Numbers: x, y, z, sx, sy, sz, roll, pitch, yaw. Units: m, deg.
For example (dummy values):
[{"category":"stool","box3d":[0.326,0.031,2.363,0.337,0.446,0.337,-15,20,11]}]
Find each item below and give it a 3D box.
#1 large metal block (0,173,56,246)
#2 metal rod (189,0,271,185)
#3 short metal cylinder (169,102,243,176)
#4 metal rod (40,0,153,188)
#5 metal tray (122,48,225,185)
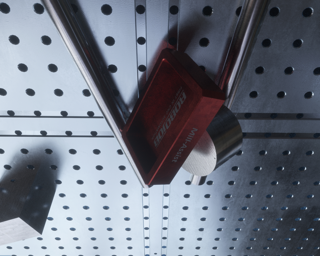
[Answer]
[{"category":"large metal block","box3d":[-0.221,0.126,0.481,0.080,0.080,0.050,-18,128,14]},{"category":"metal rod","box3d":[0.079,-0.033,0.383,0.025,0.025,0.298,6,130,-5]},{"category":"short metal cylinder","box3d":[0.052,0.012,0.378,0.050,0.080,0.079,-28,142,-35]},{"category":"metal rod","box3d":[-0.062,-0.024,0.389,0.025,0.025,0.299,-13,129,11]},{"category":"metal tray","box3d":[0.007,-0.011,0.346,0.030,0.090,0.129,6,127,-36]}]
